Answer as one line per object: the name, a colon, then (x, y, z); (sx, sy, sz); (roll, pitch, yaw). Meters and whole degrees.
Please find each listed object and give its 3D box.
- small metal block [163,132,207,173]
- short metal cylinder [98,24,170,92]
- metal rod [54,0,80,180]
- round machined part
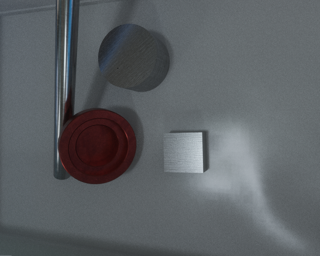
small metal block: (0.033, 0.031, 0.398); (0.050, 0.025, 0.050); (-2, 90, 19)
short metal cylinder: (-0.033, -0.090, 0.408); (0.080, 0.050, 0.079); (0, 90, 19)
metal rod: (-0.119, -0.057, 0.388); (0.025, 0.025, 0.298); (23, 122, 18)
round machined part: (-0.085, 0.021, 0.412); (0.099, 0.042, 0.097); (-4, 101, -22)
